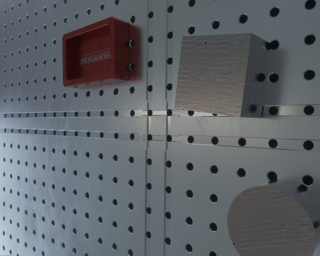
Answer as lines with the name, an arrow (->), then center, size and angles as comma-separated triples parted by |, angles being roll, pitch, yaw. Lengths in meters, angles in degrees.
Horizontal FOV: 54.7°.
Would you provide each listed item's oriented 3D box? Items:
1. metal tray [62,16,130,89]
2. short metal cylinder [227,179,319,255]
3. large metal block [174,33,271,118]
metal tray -> -0.105, -0.115, 0.492 | 0.130, 0.030, 0.089 | -2, 89, 40
short metal cylinder -> 0.113, 0.092, 0.299 | 0.080, 0.050, 0.080 | 0, 90, 40
large metal block -> 0.067, -0.056, 0.338 | 0.080, 0.050, 0.079 | 11, 97, 39
